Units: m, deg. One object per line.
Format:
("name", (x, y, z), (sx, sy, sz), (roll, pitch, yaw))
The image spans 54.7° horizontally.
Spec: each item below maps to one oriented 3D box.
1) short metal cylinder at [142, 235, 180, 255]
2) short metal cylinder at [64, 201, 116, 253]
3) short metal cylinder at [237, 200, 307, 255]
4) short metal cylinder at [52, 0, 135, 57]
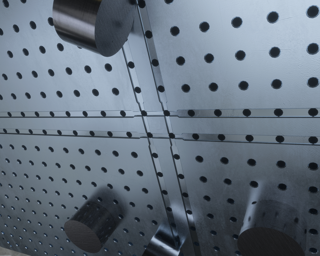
("short metal cylinder", (-0.007, 0.229, 0.522), (0.050, 0.080, 0.079), (28, 128, 11))
("short metal cylinder", (-0.130, 0.185, 0.578), (0.080, 0.050, 0.079), (13, 124, 21))
("short metal cylinder", (0.147, 0.142, 0.405), (0.080, 0.050, 0.079), (13, 124, 21))
("short metal cylinder", (-0.069, -0.124, 0.335), (0.050, 0.080, 0.079), (23, 127, 14))
